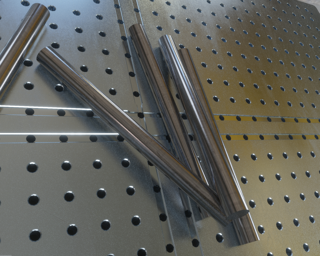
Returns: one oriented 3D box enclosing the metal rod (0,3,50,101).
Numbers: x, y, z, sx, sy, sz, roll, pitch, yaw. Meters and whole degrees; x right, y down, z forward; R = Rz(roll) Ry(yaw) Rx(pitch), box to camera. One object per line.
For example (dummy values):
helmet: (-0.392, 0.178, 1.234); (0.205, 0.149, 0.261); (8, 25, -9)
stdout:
metal rod: (-0.183, -0.036, 0.331); (0.025, 0.025, 0.300); (22, 53, -16)

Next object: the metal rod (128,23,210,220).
metal rod: (0.013, -0.023, 0.430); (0.025, 0.025, 0.299); (-8, 66, -32)

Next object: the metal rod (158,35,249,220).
metal rod: (0.046, -0.024, 0.415); (0.025, 0.025, 0.299); (4, 49, -27)

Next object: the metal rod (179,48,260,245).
metal rod: (0.074, 0.010, 0.443); (0.025, 0.025, 0.299); (-2, 63, -30)

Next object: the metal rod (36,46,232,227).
metal rod: (-0.032, 0.006, 0.371); (0.300, 0.025, 0.025); (41, 51, 6)
